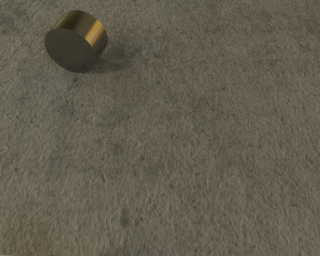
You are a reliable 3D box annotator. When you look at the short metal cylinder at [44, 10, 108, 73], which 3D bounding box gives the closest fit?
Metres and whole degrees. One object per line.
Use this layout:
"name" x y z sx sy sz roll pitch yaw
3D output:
"short metal cylinder" -0.128 -0.132 0.477 0.080 0.080 0.050 11 51 9
